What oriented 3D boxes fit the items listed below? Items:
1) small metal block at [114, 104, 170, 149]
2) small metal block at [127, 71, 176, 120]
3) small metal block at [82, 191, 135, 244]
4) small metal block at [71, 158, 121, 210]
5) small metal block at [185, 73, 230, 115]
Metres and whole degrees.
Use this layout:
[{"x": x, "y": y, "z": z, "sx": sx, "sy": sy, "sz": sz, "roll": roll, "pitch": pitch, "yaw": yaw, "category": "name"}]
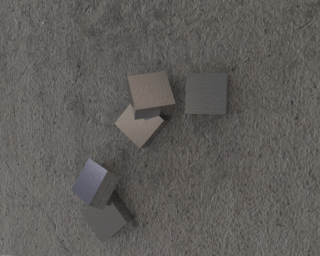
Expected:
[{"x": -0.024, "y": -0.008, "z": 0.417, "sx": 0.050, "sy": 0.025, "sz": 0.050, "roll": 44, "pitch": 103, "yaw": 14, "category": "small metal block"}, {"x": -0.012, "y": -0.042, "z": 0.394, "sx": 0.050, "sy": 0.025, "sz": 0.050, "roll": -10, "pitch": 65, "yaw": -12, "category": "small metal block"}, {"x": -0.073, "y": 0.124, "z": 0.435, "sx": 0.050, "sy": 0.025, "sz": 0.050, "roll": -42, "pitch": 77, "yaw": 15, "category": "small metal block"}, {"x": -0.088, "y": 0.075, "z": 0.423, "sx": 0.050, "sy": 0.025, "sz": 0.050, "roll": 22, "pitch": 82, "yaw": 46, "category": "small metal block"}, {"x": 0.060, "y": -0.042, "z": 0.388, "sx": 0.050, "sy": 0.025, "sz": 0.050, "roll": 2, "pitch": 91, "yaw": 20, "category": "small metal block"}]
